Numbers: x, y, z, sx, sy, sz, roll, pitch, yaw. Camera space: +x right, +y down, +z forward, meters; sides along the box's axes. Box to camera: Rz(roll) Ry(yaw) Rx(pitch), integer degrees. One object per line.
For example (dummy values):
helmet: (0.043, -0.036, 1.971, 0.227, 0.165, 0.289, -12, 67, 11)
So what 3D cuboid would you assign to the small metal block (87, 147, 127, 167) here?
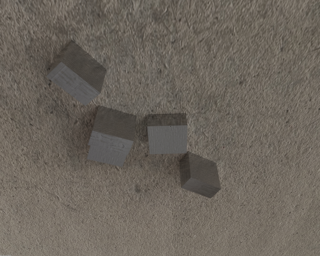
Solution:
small metal block: (-0.069, 0.023, 0.426, 0.050, 0.025, 0.050, 15, 129, -12)

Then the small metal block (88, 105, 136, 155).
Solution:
small metal block: (-0.059, 0.002, 0.392, 0.050, 0.050, 0.025, 16, 128, -13)

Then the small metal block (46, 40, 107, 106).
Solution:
small metal block: (-0.089, -0.060, 0.338, 0.025, 0.050, 0.050, -35, 122, 26)

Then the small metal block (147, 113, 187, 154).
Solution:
small metal block: (0.010, 0.008, 0.414, 0.050, 0.025, 0.050, -2, 130, 1)

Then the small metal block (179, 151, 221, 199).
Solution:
small metal block: (0.057, 0.068, 0.449, 0.050, 0.050, 0.025, 23, 126, -19)
